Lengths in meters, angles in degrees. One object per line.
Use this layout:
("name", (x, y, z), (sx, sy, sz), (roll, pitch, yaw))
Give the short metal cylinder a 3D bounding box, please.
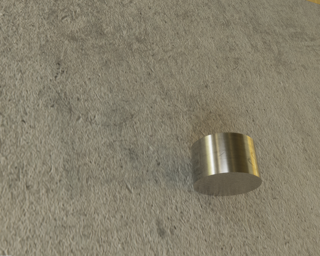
("short metal cylinder", (0.080, 0.047, 0.382), (0.081, 0.080, 0.050), (13, 56, -21))
